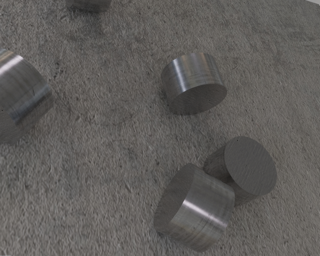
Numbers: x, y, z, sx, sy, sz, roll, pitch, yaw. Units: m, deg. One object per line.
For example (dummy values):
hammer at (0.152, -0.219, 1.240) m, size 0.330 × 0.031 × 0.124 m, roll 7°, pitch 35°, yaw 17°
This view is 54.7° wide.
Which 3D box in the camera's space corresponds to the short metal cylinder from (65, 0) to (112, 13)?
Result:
short metal cylinder at (-0.102, -0.210, 0.441) m, size 0.050 × 0.080 × 0.080 m, roll -2°, pitch 63°, yaw -29°

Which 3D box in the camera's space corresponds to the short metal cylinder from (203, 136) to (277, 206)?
short metal cylinder at (0.105, 0.057, 0.409) m, size 0.081 × 0.050 × 0.080 m, roll 14°, pitch 56°, yaw -21°

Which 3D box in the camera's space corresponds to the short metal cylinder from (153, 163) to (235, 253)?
short metal cylinder at (0.035, 0.085, 0.336) m, size 0.050 × 0.080 × 0.080 m, roll 31°, pitch 52°, yaw -8°

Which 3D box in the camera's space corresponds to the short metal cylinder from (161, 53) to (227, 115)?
short metal cylinder at (0.046, -0.059, 0.429) m, size 0.081 × 0.080 × 0.050 m, roll -1°, pitch 63°, yaw -29°

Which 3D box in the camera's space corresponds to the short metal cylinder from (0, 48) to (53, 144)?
short metal cylinder at (-0.155, -0.030, 0.304) m, size 0.080 × 0.080 × 0.050 m, roll 36°, pitch 51°, yaw -5°
